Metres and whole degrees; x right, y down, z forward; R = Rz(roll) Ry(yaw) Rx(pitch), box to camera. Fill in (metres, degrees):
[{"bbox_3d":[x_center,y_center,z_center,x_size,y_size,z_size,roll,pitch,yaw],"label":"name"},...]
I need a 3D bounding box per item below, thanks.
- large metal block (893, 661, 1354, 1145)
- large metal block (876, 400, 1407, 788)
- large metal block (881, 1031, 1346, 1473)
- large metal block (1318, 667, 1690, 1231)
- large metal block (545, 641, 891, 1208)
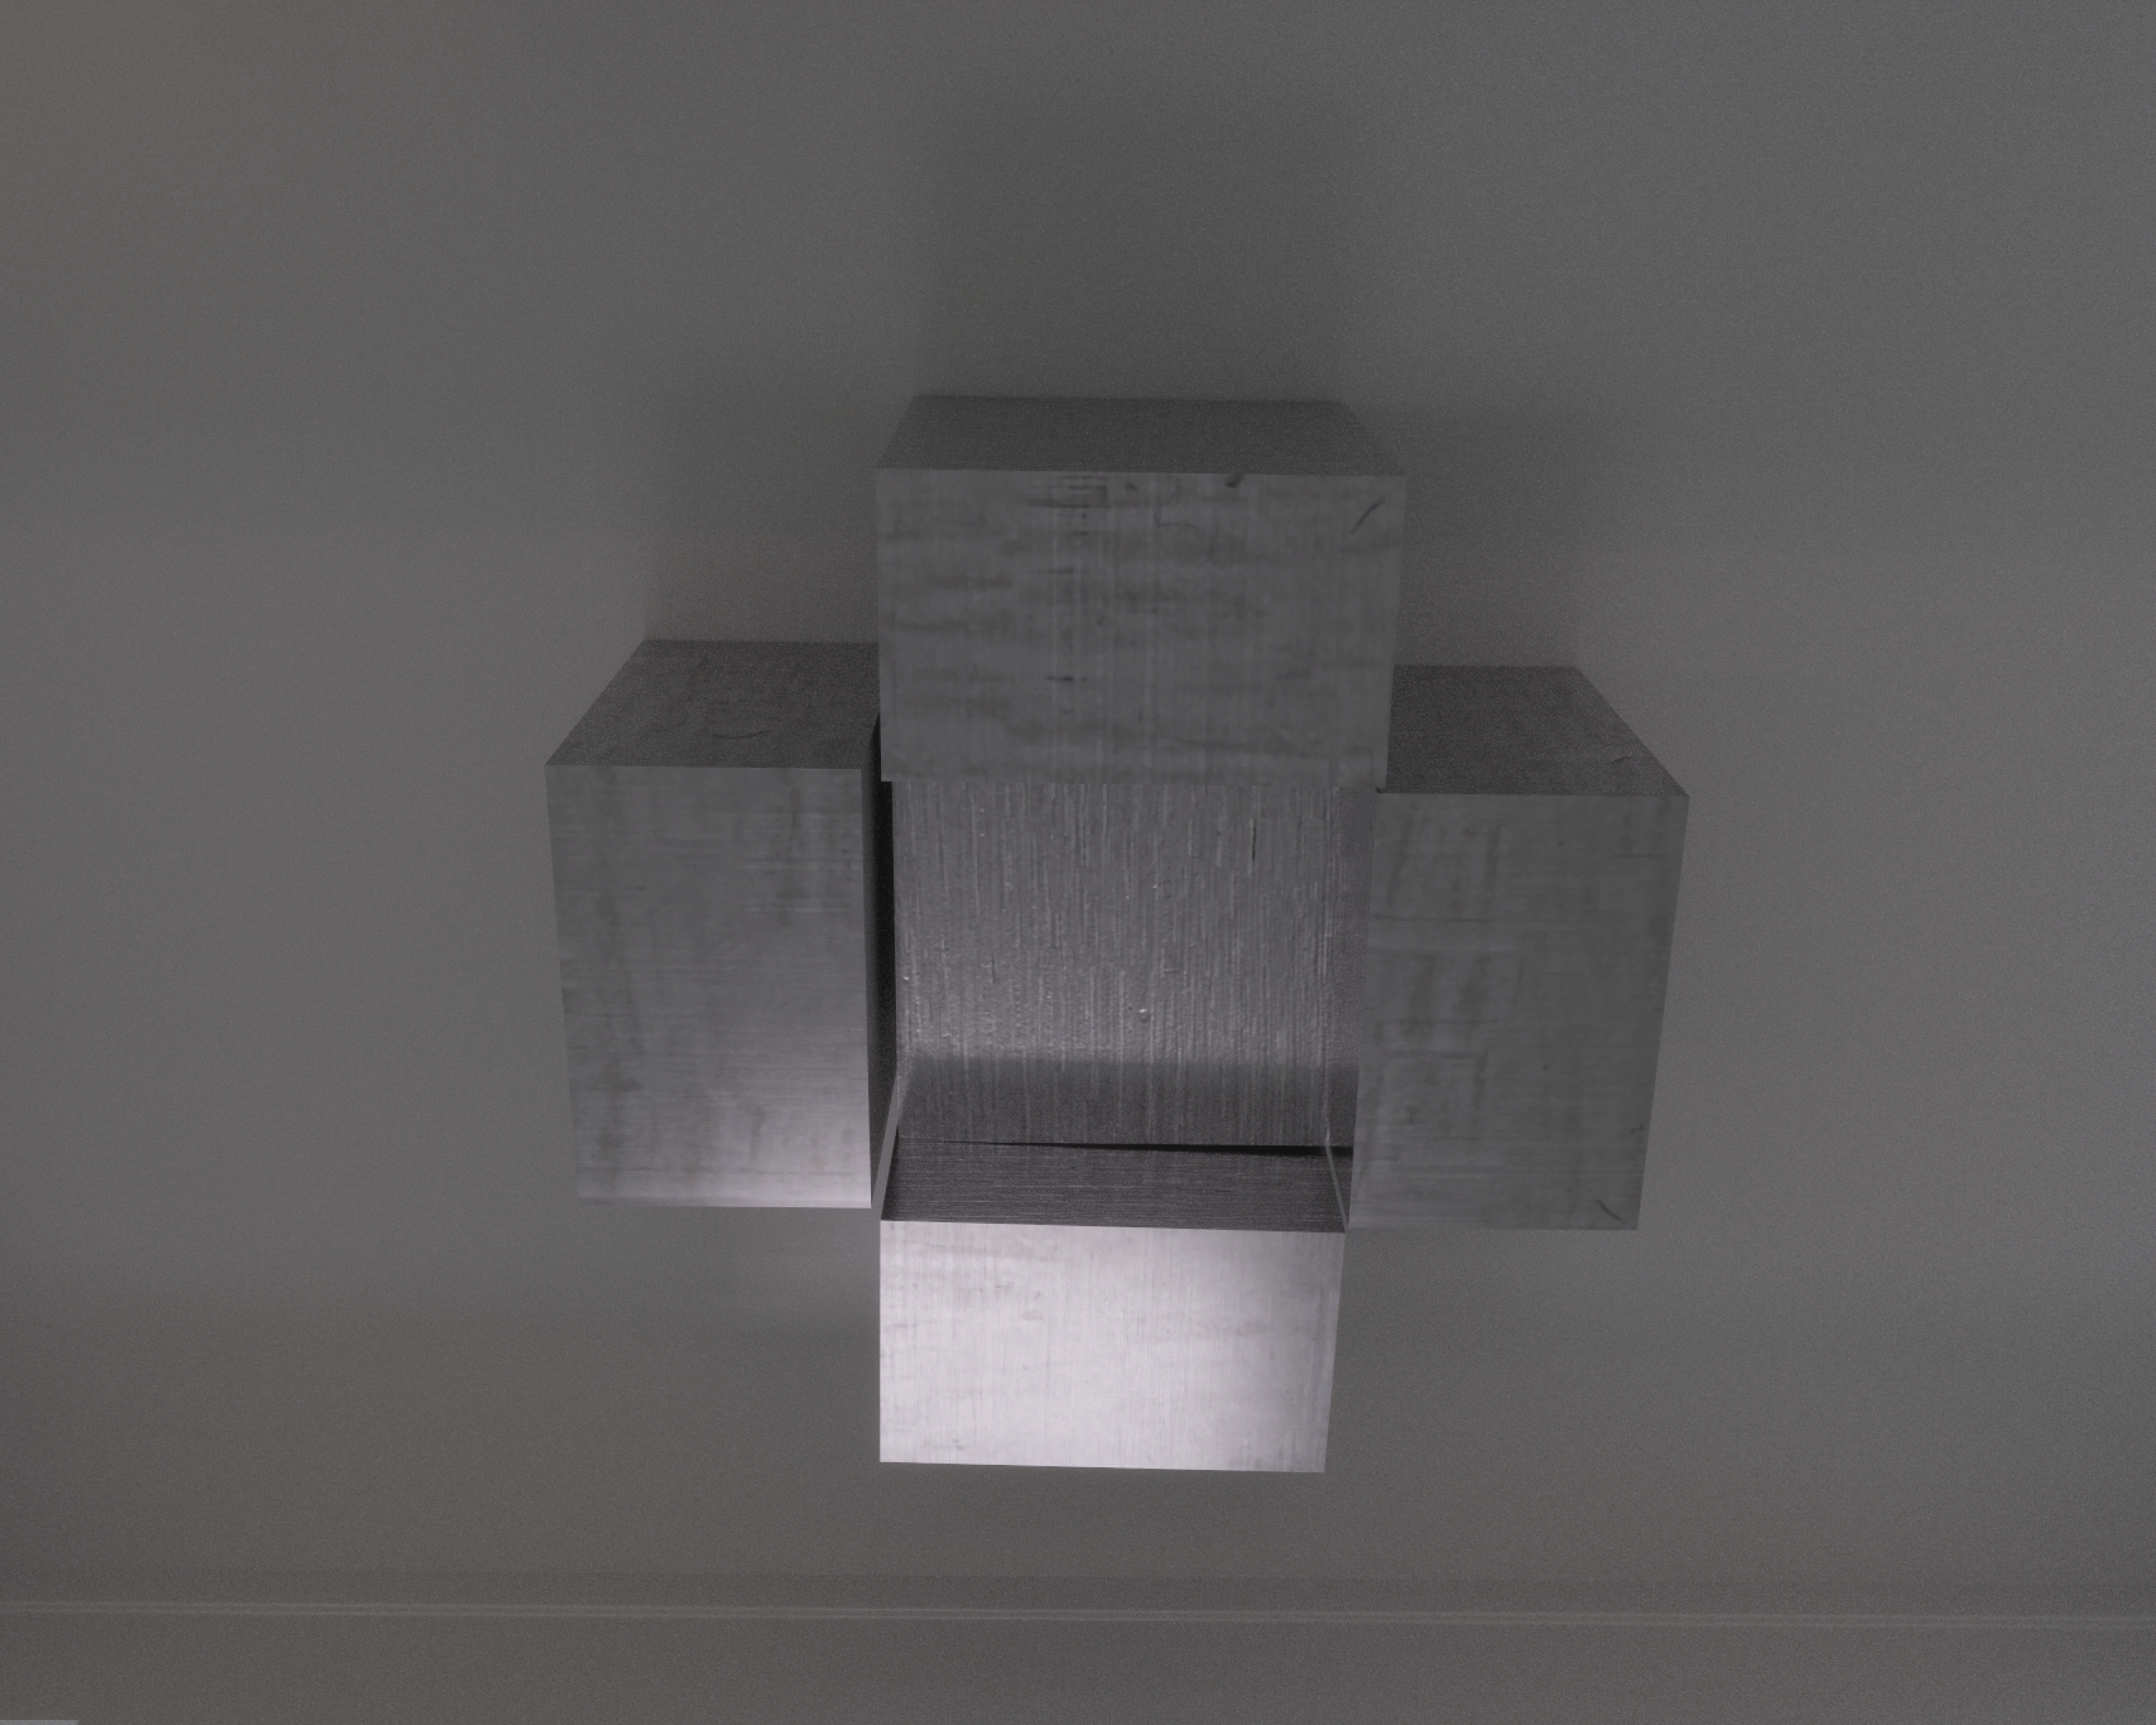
[{"bbox_3d":[0.008,0.006,0.398,0.081,0.050,0.079,1,110,-1],"label":"large metal block"},{"bbox_3d":[0.009,-0.050,0.362,0.081,0.080,0.050,1,110,-1],"label":"large metal block"},{"bbox_3d":[0.005,0.072,0.407,0.081,0.080,0.050,2,110,-1],"label":"large metal block"},{"bbox_3d":[0.073,0.013,0.386,0.050,0.080,0.079,1,110,0],"label":"large metal block"},{"bbox_3d":[-0.060,0.008,0.383,0.050,0.080,0.079,1,110,0],"label":"large metal block"}]
